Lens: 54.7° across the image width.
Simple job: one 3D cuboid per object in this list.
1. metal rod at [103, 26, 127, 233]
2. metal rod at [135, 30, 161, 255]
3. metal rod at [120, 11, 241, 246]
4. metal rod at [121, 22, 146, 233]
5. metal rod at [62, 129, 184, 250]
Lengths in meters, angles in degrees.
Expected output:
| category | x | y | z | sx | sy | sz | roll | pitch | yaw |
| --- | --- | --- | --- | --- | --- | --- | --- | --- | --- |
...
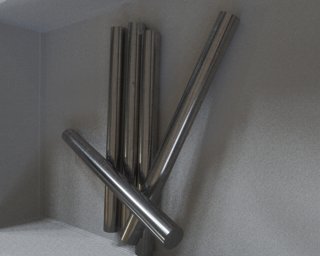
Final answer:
| category | x | y | z | sx | sy | sz | roll | pitch | yaw |
| --- | --- | --- | --- | --- | --- | --- | --- | --- | --- |
| metal rod | -0.066 | 0.003 | 0.458 | 0.025 | 0.025 | 0.298 | 4 | 92 | 39 |
| metal rod | -0.016 | 0.021 | 0.418 | 0.025 | 0.025 | 0.298 | 3 | 92 | 39 |
| metal rod | 0.019 | 0.010 | 0.372 | 0.025 | 0.025 | 0.298 | 32 | 104 | 35 |
| metal rod | -0.038 | 0.005 | 0.435 | 0.025 | 0.025 | 0.298 | 4 | 92 | 39 |
| metal rod | -0.072 | 0.061 | 0.421 | 0.300 | 0.025 | 0.025 | 30 | 109 | 49 |
